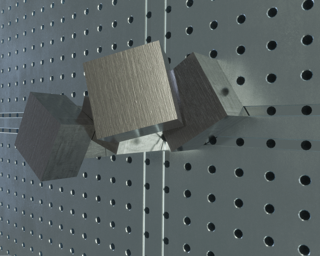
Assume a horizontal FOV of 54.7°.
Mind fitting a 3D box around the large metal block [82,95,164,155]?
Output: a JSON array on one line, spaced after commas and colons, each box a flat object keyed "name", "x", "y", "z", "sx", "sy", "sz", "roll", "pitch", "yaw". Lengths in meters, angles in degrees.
[{"name": "large metal block", "x": -0.048, "y": -0.006, "z": 0.410, "sx": 0.080, "sy": 0.081, "sz": 0.050, "roll": 24, "pitch": 105, "yaw": 37}]

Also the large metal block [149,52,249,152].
[{"name": "large metal block", "x": 0.040, "y": -0.027, "z": 0.358, "sx": 0.080, "sy": 0.050, "sz": 0.080, "roll": -37, "pitch": 68, "yaw": 33}]

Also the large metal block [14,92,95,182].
[{"name": "large metal block", "x": -0.136, "y": 0.009, "z": 0.397, "sx": 0.080, "sy": 0.050, "sz": 0.079, "roll": 38, "pitch": 113, "yaw": 33}]

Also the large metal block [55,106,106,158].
[{"name": "large metal block", "x": -0.134, "y": 0.009, "z": 0.481, "sx": 0.050, "sy": 0.081, "sz": 0.080, "roll": -8, "pitch": 85, "yaw": 39}]

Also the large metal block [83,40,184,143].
[{"name": "large metal block", "x": -0.026, "y": -0.034, "z": 0.323, "sx": 0.080, "sy": 0.050, "sz": 0.080, "roll": -14, "pitch": 80, "yaw": 9}]
